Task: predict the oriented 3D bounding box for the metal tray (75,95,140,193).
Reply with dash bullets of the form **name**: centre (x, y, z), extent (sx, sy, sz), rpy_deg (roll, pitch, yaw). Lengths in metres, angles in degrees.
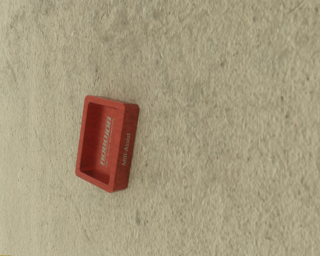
- **metal tray**: centre (-0.082, 0.021, 0.466), extent (0.090, 0.030, 0.129), rpy_deg (15, 100, 38)
